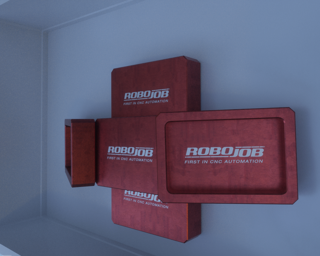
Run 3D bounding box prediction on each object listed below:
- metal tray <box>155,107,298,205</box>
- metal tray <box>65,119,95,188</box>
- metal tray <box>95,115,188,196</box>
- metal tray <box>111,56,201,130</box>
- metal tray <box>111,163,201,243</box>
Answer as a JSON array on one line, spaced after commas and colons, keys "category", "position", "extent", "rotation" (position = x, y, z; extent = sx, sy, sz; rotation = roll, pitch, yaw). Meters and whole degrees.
[{"category": "metal tray", "position": [0.063, 0.027, 0.308], "extent": [0.131, 0.030, 0.089], "rotation": [-2, 89, 10]}, {"category": "metal tray", "position": [-0.122, 0.031, 0.463], "extent": [0.130, 0.030, 0.089], "rotation": [-176, 86, -69]}, {"category": "metal tray", "position": [-0.028, 0.031, 0.386], "extent": [0.130, 0.030, 0.089], "rotation": [-1, 89, 39]}, {"category": "metal tray", "position": [-0.010, -0.039, 0.408], "extent": [0.130, 0.030, 0.089], "rotation": [0, 90, 39]}, {"category": "metal tray", "position": [-0.009, 0.089, 0.408], "extent": [0.130, 0.030, 0.089], "rotation": [0, 90, 39]}]
